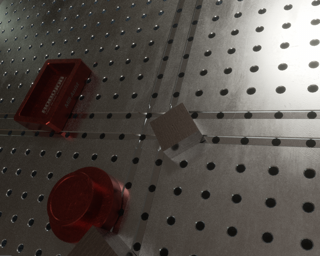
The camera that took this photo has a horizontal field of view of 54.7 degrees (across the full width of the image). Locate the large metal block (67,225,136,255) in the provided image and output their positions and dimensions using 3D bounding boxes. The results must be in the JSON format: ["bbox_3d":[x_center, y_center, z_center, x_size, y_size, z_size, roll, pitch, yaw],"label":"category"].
[{"bbox_3d":[-0.061,0.164,0.322,0.080,0.050,0.080,34,81,38],"label":"large metal block"}]

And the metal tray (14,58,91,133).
[{"bbox_3d":[-0.184,-0.059,0.535,0.090,0.030,0.130,6,65,30],"label":"metal tray"}]

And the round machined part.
[{"bbox_3d":[-0.102,0.094,0.391,0.098,0.042,0.098,-13,56,20],"label":"round machined part"}]

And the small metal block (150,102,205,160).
[{"bbox_3d":[0.021,0.004,0.394,0.050,0.025,0.050,-31,52,7],"label":"small metal block"}]
